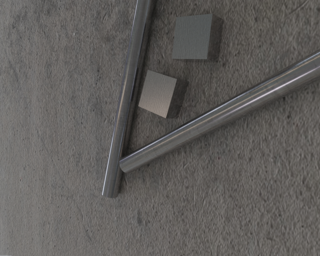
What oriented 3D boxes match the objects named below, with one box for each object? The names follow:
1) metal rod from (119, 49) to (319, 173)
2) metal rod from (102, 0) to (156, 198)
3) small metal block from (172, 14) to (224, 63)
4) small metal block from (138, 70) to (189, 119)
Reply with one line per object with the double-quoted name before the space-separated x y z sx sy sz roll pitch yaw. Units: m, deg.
"metal rod" 0.057 -0.007 0.357 0.299 0.025 0.025 -30 72 36
"metal rod" -0.046 -0.044 0.442 0.025 0.025 0.298 19 102 38
"small metal block" 0.044 -0.105 0.369 0.050 0.025 0.050 11 97 39
"small metal block" 0.004 -0.044 0.402 0.050 0.025 0.050 25 106 37
